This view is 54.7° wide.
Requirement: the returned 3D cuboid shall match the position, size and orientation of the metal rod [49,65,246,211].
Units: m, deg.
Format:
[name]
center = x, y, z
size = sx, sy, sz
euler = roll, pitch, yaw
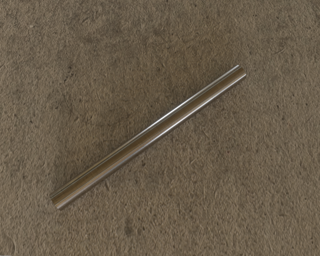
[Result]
[metal rod]
center = -0.006, 0.006, 0.408
size = 0.301, 0.025, 0.025
euler = -35, 74, -12
